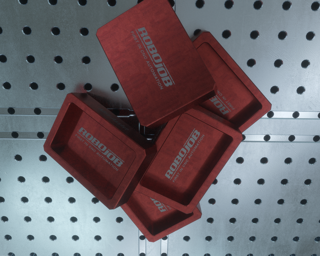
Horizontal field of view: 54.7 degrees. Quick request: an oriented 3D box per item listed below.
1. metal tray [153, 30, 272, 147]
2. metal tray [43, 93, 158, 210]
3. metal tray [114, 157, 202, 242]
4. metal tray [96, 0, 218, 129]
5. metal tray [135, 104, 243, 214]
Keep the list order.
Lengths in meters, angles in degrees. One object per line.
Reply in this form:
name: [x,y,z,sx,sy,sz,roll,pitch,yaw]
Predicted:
metal tray: [0.065,-0.046,0.394,0.090,0.030,0.130,-42,106,13]
metal tray: [-0.078,0.026,0.386,0.130,0.030,0.089,36,108,19]
metal tray: [-0.011,0.093,0.445,0.090,0.030,0.130,-31,108,10]
metal tray: [-0.005,-0.075,0.351,0.090,0.030,0.130,-29,78,9]
metal tray: [0.031,0.037,0.393,0.090,0.030,0.129,27,108,-10]
